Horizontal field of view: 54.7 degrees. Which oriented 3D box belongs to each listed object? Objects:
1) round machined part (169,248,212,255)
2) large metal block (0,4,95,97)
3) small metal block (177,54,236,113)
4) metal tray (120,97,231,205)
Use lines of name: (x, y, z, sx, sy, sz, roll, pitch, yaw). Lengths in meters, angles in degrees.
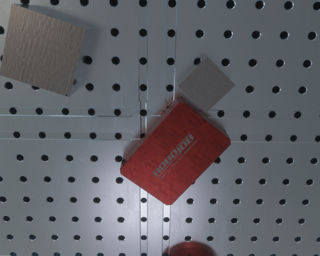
round machined part: (0.050, 0.246, 0.496, 0.099, 0.042, 0.097, 0, 110, 0)
large metal block: (-0.130, -0.092, 0.365, 0.080, 0.050, 0.079, 18, 109, -7)
small metal block: (0.058, -0.056, 0.393, 0.050, 0.025, 0.050, 42, 105, -14)
metal tray: (0.019, 0.034, 0.423, 0.090, 0.030, 0.130, 37, 106, -13)
